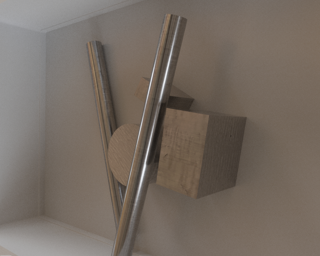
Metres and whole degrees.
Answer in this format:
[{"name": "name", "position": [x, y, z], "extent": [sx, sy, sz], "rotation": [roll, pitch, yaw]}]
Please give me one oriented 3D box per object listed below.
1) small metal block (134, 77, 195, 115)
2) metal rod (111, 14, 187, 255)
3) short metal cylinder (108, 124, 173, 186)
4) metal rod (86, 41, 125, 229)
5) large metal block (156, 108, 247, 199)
[{"name": "small metal block", "position": [0.005, -0.039, 0.384], "extent": [0.050, 0.050, 0.025], "rotation": [38, 113, 33]}, {"name": "metal rod", "position": [-0.017, 0.026, 0.353], "extent": [0.025, 0.025, 0.298], "rotation": [21, 103, 37]}, {"name": "short metal cylinder", "position": [-0.022, 0.034, 0.407], "extent": [0.080, 0.050, 0.079], "rotation": [0, 90, 39]}, {"name": "metal rod", "position": [-0.076, 0.012, 0.467], "extent": [0.025, 0.025, 0.298], "rotation": [-18, 79, 38]}, {"name": "large metal block", "position": [0.046, 0.023, 0.332], "extent": [0.050, 0.081, 0.079], "rotation": [13, 98, 39]}]
